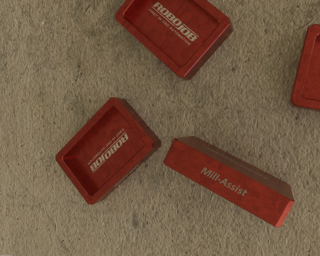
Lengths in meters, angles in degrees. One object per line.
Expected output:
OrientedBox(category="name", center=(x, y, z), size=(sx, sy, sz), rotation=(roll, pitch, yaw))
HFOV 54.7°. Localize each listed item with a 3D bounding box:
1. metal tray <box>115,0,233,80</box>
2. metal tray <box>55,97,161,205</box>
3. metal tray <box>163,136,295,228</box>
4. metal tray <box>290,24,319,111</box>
OrientedBox(category="metal tray", center=(0.016, -0.136, 0.400), size=(0.130, 0.030, 0.090), rotation=(45, 104, 14))
OrientedBox(category="metal tray", center=(-0.074, 0.032, 0.432), size=(0.130, 0.030, 0.090), rotation=(-44, 77, 14))
OrientedBox(category="metal tray", center=(0.078, 0.052, 0.346), size=(0.130, 0.090, 0.030), rotation=(28, 99, 18))
OrientedBox(category="metal tray", center=(0.217, -0.055, 0.329), size=(0.130, 0.030, 0.089), rotation=(13, 94, 19))
